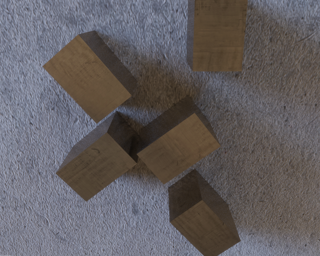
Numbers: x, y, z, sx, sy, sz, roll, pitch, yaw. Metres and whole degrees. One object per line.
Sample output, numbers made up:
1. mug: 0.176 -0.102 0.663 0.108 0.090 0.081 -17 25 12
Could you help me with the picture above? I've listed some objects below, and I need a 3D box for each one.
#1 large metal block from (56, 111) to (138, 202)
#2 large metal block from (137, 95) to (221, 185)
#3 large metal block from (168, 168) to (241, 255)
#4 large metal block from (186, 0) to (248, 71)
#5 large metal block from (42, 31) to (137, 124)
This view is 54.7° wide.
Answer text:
1. large metal block: -0.073 0.032 0.392 0.080 0.080 0.050 -38 106 13
2. large metal block: 0.021 0.011 0.385 0.080 0.080 0.050 -36 106 12
3. large metal block: 0.057 0.116 0.423 0.050 0.080 0.080 -38 106 13
4. large metal block: 0.058 -0.109 0.341 0.050 0.080 0.079 0 110 0
5. large metal block: -0.074 -0.062 0.357 0.050 0.080 0.080 -37 106 13
